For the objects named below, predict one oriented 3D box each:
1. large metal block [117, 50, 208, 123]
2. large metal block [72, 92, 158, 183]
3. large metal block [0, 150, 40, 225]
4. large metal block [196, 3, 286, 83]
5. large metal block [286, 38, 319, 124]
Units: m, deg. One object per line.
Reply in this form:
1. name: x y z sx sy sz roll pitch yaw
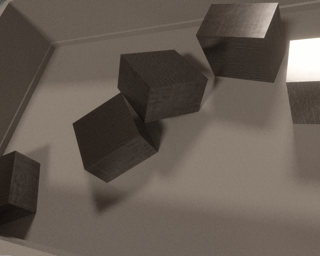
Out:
1. large metal block: 0.001 -0.057 0.398 0.081 0.050 0.080 -13 45 -28
2. large metal block: -0.061 0.013 0.412 0.080 0.050 0.080 -32 52 7
3. large metal block: -0.227 0.090 0.451 0.080 0.050 0.080 -21 54 15
4. large metal block: 0.102 -0.103 0.380 0.080 0.080 0.050 14 69 33
5. large metal block: 0.174 -0.044 0.306 0.080 0.080 0.050 2 63 28
